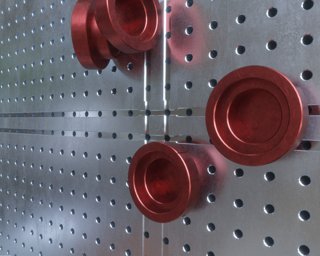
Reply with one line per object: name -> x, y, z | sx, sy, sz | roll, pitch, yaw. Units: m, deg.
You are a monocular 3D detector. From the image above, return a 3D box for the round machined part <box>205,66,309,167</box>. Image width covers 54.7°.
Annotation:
round machined part -> 0.099, -0.012, 0.315 | 0.098, 0.042, 0.097 | 0, 90, 39

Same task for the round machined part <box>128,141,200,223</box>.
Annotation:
round machined part -> 0.009, 0.065, 0.389 | 0.098, 0.042, 0.097 | 0, 90, 39

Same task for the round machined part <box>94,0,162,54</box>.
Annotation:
round machined part -> -0.044, -0.145, 0.396 | 0.042, 0.099, 0.097 | 0, 90, 39

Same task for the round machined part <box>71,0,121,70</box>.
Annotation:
round machined part -> -0.083, -0.132, 0.436 | 0.042, 0.098, 0.097 | 2, 92, 11
